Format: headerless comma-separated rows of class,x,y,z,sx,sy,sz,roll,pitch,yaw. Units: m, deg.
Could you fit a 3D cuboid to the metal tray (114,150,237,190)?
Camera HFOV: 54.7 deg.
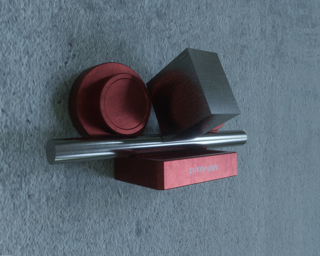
metal tray,0.021,0.046,0.384,0.131,0.090,0.030,-2,91,-40

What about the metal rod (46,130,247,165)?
metal rod,0.012,0.019,0.391,0.302,0.025,0.025,-2,91,-40

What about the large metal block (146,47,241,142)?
large metal block,0.036,-0.036,0.368,0.050,0.080,0.080,-3,68,-41

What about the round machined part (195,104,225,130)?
round machined part,0.062,-0.031,0.448,0.099,0.042,0.097,0,90,-40

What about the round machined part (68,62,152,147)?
round machined part,-0.049,-0.026,0.353,0.099,0.042,0.097,0,90,-40
